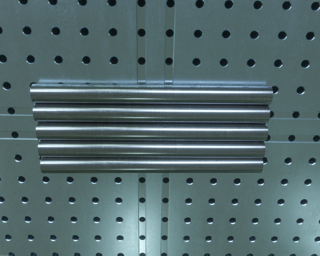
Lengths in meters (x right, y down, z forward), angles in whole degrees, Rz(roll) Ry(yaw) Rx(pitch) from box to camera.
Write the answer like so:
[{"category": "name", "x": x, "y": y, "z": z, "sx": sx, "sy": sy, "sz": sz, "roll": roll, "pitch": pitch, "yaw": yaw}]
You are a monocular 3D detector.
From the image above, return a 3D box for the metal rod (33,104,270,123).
[{"category": "metal rod", "x": -0.010, "y": -0.020, "z": 0.406, "sx": 0.302, "sy": 0.025, "sz": 0.025, "roll": 0, "pitch": 110, "yaw": -1}]

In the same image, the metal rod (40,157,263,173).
[{"category": "metal rod", "x": -0.010, "y": 0.050, "z": 0.432, "sx": 0.302, "sy": 0.025, "sz": 0.025, "roll": 0, "pitch": 110, "yaw": -1}]

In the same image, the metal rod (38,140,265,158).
[{"category": "metal rod", "x": -0.010, "y": 0.028, "z": 0.423, "sx": 0.302, "sy": 0.025, "sz": 0.025, "roll": 0, "pitch": 110, "yaw": -1}]

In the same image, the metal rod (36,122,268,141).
[{"category": "metal rod", "x": -0.010, "y": 0.005, "z": 0.415, "sx": 0.302, "sy": 0.025, "sz": 0.025, "roll": 0, "pitch": 110, "yaw": -1}]

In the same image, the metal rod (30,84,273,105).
[{"category": "metal rod", "x": -0.009, "y": -0.043, "z": 0.397, "sx": 0.302, "sy": 0.025, "sz": 0.025, "roll": 0, "pitch": 110, "yaw": -1}]
